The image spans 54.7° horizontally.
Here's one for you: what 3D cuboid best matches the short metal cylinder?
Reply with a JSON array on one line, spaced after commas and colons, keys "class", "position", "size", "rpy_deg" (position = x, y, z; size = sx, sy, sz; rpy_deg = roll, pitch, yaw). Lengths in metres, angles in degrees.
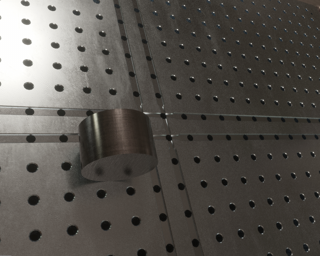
[{"class": "short metal cylinder", "position": [-0.046, 0.021, 0.337], "size": [0.081, 0.080, 0.050], "rpy_deg": [3, 61, -27]}]
